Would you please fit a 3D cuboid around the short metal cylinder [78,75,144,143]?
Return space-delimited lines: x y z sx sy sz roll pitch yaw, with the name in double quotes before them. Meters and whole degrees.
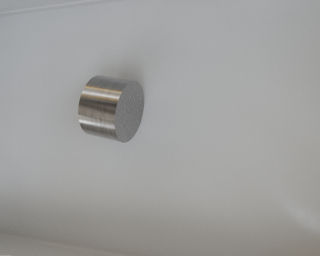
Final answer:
"short metal cylinder" -0.061 -0.025 0.402 0.050 0.080 0.079 12 94 19
